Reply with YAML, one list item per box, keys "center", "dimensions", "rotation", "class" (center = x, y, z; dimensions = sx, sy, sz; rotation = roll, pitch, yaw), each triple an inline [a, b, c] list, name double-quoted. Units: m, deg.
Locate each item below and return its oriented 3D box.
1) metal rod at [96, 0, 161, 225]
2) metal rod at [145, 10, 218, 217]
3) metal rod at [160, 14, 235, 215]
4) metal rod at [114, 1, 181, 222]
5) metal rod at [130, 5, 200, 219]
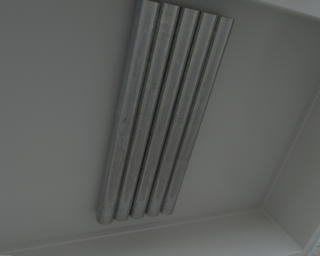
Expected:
- center: [-0.045, -0.001, 0.381]
  dimensions: [0.025, 0.025, 0.298]
  rotation: [0, 118, -29]
  class: "metal rod"
- center: [0.021, -0.001, 0.417]
  dimensions: [0.025, 0.025, 0.298]
  rotation: [0, 118, -29]
  class: "metal rod"
- center: [0.043, -0.001, 0.430]
  dimensions: [0.025, 0.025, 0.298]
  rotation: [0, 118, -29]
  class: "metal rod"
- center: [-0.024, -0.002, 0.392]
  dimensions: [0.025, 0.025, 0.298]
  rotation: [0, 118, -29]
  class: "metal rod"
- center: [-0.002, -0.002, 0.405]
  dimensions: [0.025, 0.025, 0.298]
  rotation: [0, 118, -29]
  class: "metal rod"
